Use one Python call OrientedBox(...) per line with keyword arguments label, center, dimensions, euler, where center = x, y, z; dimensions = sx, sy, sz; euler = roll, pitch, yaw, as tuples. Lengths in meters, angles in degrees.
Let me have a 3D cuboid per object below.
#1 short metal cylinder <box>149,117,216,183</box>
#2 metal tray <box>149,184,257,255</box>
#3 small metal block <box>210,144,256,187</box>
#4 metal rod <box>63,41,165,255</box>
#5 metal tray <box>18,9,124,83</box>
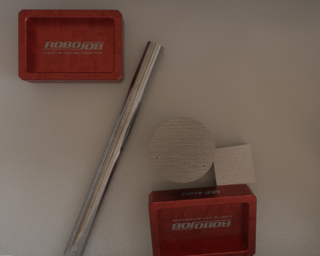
OrientedBox(label="short metal cylinder", center=(0.027, 0.026, 0.399), dimensions=(0.081, 0.050, 0.079), euler=(0, 90, 0))
OrientedBox(label="metal tray", center=(0.054, 0.123, 0.397), dimensions=(0.131, 0.030, 0.089), euler=(-4, 107, -1))
OrientedBox(label="small metal block", center=(0.095, 0.049, 0.413), dimensions=(0.050, 0.025, 0.050), euler=(-8, 90, -1))
OrientedBox(label="metal rod", center=(-0.060, 0.029, 0.410), dimensions=(0.025, 0.025, 0.299), euler=(22, 90, -1))
OrientedBox(label="metal tray", center=(-0.114, -0.106, 0.407), dimensions=(0.131, 0.030, 0.089), euler=(0, 90, -1))
